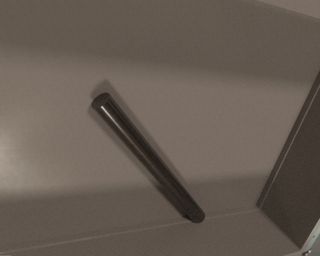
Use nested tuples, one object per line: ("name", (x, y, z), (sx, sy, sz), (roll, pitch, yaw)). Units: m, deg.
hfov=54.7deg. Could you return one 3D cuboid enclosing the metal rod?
("metal rod", (0.000, 0.062, 0.448), (0.025, 0.025, 0.300), (-38, 130, -3))
